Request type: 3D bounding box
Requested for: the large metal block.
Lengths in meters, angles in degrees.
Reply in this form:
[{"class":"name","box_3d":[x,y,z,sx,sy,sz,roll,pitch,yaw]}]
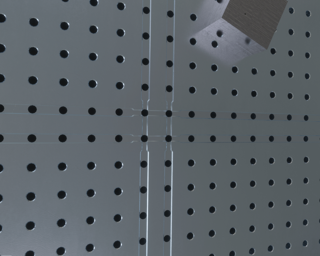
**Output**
[{"class":"large metal block","box_3d":[0.122,-0.161,0.444,0.080,0.050,0.080,28,81,-18]}]
